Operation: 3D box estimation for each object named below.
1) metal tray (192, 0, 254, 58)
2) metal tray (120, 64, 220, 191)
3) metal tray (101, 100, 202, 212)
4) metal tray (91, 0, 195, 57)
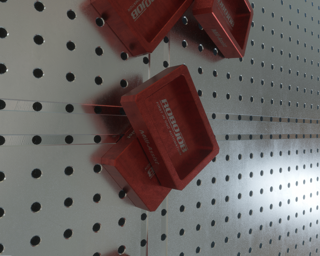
[{"bbox_3d":[0.101,-0.176,0.471,0.130,0.030,0.090,31,70,-51],"label":"metal tray"},{"bbox_3d":[0.018,-0.001,0.382,0.091,0.030,0.129,-38,114,-34],"label":"metal tray"},{"bbox_3d":[-0.002,0.031,0.406,0.131,0.030,0.090,-48,119,-29],"label":"metal tray"},{"bbox_3d":[-0.014,-0.167,0.395,0.090,0.030,0.130,49,61,-29],"label":"metal tray"}]
